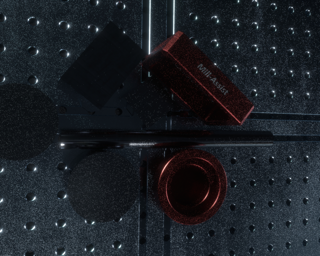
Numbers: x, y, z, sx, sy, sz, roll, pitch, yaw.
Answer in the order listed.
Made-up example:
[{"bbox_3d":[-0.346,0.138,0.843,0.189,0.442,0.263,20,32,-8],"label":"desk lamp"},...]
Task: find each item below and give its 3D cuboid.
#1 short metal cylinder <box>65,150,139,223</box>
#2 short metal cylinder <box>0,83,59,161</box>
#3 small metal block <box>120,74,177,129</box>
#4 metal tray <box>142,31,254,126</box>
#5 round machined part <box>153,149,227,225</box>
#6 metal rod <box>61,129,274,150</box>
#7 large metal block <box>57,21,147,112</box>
[{"bbox_3d":[-0.071,0.066,0.373,0.081,0.050,0.080,0,90,-20],"label":"short metal cylinder"},{"bbox_3d":[-0.155,-0.006,0.341,0.081,0.050,0.080,0,90,-20],"label":"short metal cylinder"},{"bbox_3d":[-0.016,-0.034,0.407,0.050,0.025,0.050,-41,103,-15],"label":"small metal block"},{"bbox_3d":[0.045,-0.056,0.394,0.130,0.090,0.030,42,77,-15],"label":"metal tray"},{"bbox_3d":[0.037,0.076,0.417,0.099,0.042,0.097,0,90,-20],"label":"round machined part"},{"bbox_3d":[0.024,0.015,0.421,0.302,0.025,0.025,1,90,-20],"label":"metal rod"},{"bbox_3d":[-0.070,-0.066,0.357,0.050,0.080,0.080,41,77,-16],"label":"large metal block"}]
